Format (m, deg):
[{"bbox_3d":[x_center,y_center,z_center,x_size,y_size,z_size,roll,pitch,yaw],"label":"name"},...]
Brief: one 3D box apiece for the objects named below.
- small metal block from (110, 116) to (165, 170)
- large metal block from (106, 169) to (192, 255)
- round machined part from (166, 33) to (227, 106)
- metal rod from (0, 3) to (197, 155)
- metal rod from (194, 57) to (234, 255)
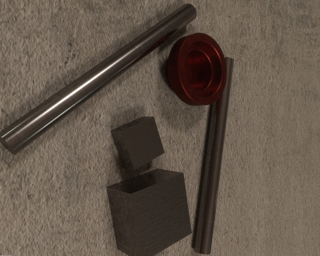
[{"bbox_3d":[-0.027,0.018,0.384,0.050,0.025,0.050,-27,107,-37],"label":"small metal block"},{"bbox_3d":[-0.012,0.102,0.381,0.081,0.050,0.079,-14,99,-39],"label":"large metal block"},{"bbox_3d":[0.047,-0.080,0.435,0.099,0.042,0.097,0,90,-40],"label":"round machined part"},{"bbox_3d":[-0.050,-0.075,0.363,0.301,0.025,0.025,-44,117,-31],"label":"metal rod"},{"bbox_3d":[0.084,0.037,0.477,0.025,0.025,0.298,14,81,-40],"label":"metal rod"}]
